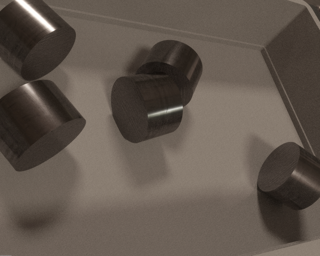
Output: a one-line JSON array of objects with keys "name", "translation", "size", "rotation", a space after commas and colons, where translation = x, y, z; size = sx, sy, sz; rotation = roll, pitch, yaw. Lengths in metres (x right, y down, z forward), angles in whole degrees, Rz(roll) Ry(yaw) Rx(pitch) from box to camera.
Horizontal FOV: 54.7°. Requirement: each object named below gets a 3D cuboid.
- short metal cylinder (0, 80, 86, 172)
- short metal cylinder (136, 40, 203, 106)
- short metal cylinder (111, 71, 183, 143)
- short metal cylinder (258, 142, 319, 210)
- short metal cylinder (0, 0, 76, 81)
[{"name": "short metal cylinder", "translation": [-0.122, -0.002, 0.307], "size": [0.050, 0.080, 0.081], "rotation": [49, 51, 6]}, {"name": "short metal cylinder", "translation": [0.013, -0.072, 0.423], "size": [0.080, 0.080, 0.050], "rotation": [32, 52, -8]}, {"name": "short metal cylinder", "translation": [-0.018, -0.026, 0.378], "size": [0.050, 0.080, 0.080], "rotation": [-16, 71, -35]}, {"name": "short metal cylinder", "translation": [0.184, 0.066, 0.431], "size": [0.050, 0.080, 0.080], "rotation": [33, 51, -7]}, {"name": "short metal cylinder", "translation": [-0.144, -0.101, 0.355], "size": [0.050, 0.080, 0.080], "rotation": [43, 51, 1]}]
